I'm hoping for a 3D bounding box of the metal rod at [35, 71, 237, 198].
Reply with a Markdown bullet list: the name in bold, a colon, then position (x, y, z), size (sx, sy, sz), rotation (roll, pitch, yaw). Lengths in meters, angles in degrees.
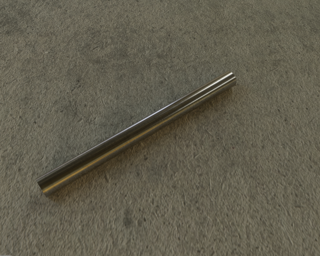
- **metal rod**: position (-0.014, -0.003, 0.405), size (0.302, 0.025, 0.025), rotation (-31, 57, -23)
